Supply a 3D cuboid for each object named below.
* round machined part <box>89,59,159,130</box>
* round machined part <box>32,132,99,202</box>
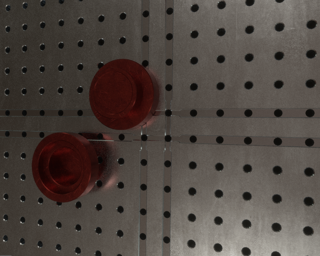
[{"bbox_3d":[-0.055,-0.046,0.422,0.098,0.042,0.097,0,90,19],"label":"round machined part"},{"bbox_3d":[-0.131,0.054,0.448,0.098,0.042,0.097,0,90,19],"label":"round machined part"}]
